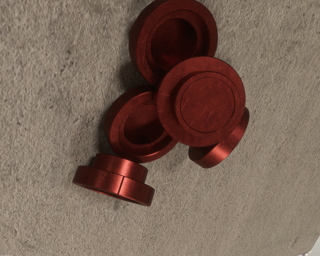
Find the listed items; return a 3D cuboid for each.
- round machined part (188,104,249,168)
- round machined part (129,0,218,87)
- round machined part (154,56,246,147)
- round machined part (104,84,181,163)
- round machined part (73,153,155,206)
[{"bbox_3d":[0.067,0.001,0.406,0.042,0.098,0.098,35,100,-12],"label":"round machined part"},{"bbox_3d":[0.011,-0.096,0.344,0.099,0.042,0.097,-14,124,-21],"label":"round machined part"},{"bbox_3d":[0.045,-0.027,0.328,0.099,0.042,0.097,-2,102,-9],"label":"round machined part"},{"bbox_3d":[-0.021,-0.008,0.381,0.099,0.042,0.097,-14,124,-21],"label":"round machined part"},{"bbox_3d":[-0.053,0.062,0.381,0.098,0.098,0.042,31,68,-39],"label":"round machined part"}]
